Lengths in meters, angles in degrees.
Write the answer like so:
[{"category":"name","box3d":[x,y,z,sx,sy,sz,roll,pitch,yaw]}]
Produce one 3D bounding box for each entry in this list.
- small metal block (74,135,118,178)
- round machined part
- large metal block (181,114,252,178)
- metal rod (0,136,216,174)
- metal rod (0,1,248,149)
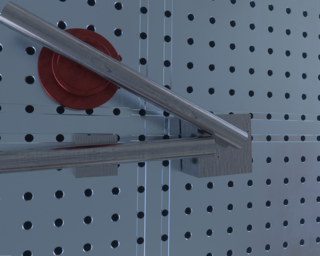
[{"category":"small metal block","box3d":[-0.080,0.034,0.384,0.050,0.025,0.050,0,90,-21]},{"category":"round machined part","box3d":[-0.093,-0.071,0.369,0.099,0.042,0.097,0,90,-21]},{"category":"large metal block","box3d":[0.077,0.022,0.426,0.081,0.050,0.079,-2,91,-20]},{"category":"metal rod","box3d":[-0.085,0.032,0.353,0.302,0.025,0.025,-4,92,-10]},{"category":"metal rod","box3d":[-0.026,-0.050,0.352,0.301,0.025,0.025,27,81,-16]}]
